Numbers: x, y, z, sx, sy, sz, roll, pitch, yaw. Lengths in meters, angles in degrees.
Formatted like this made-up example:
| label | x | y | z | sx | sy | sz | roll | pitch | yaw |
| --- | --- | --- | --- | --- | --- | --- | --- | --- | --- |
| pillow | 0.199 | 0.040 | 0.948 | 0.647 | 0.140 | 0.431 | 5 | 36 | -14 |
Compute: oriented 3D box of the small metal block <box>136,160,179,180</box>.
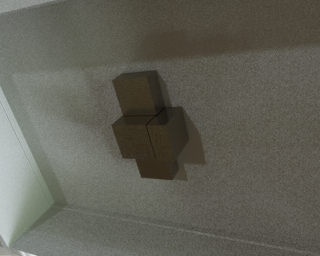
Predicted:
| label | x | y | z | sx | sy | sz | roll | pitch | yaw |
| --- | --- | --- | --- | --- | --- | --- | --- | --- | --- |
| small metal block | -0.006 | 0.044 | 0.437 | 0.050 | 0.025 | 0.050 | 0 | 119 | 28 |

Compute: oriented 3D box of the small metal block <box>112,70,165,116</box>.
| label | x | y | z | sx | sy | sz | roll | pitch | yaw |
| --- | --- | --- | --- | --- | --- | --- | --- | --- | --- |
| small metal block | -0.027 | -0.044 | 0.394 | 0.050 | 0.025 | 0.050 | 0 | 119 | 28 |

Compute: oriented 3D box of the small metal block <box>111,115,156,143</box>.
| label | x | y | z | sx | sy | sz | roll | pitch | yaw |
| --- | --- | --- | --- | --- | --- | --- | --- | --- | --- |
| small metal block | -0.026 | -0.005 | 0.401 | 0.050 | 0.050 | 0.025 | 0 | 118 | 28 |

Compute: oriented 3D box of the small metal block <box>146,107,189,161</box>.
| label | x | y | z | sx | sy | sz | roll | pitch | yaw |
| --- | --- | --- | --- | --- | --- | --- | --- | --- | --- |
| small metal block | 0.011 | 0.007 | 0.388 | 0.025 | 0.050 | 0.050 | 0 | 118 | 28 |

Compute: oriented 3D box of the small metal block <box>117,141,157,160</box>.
| label | x | y | z | sx | sy | sz | roll | pitch | yaw |
| --- | --- | --- | --- | --- | --- | --- | --- | --- | --- |
| small metal block | -0.020 | 0.017 | 0.411 | 0.050 | 0.050 | 0.025 | 0 | 118 | 28 |
